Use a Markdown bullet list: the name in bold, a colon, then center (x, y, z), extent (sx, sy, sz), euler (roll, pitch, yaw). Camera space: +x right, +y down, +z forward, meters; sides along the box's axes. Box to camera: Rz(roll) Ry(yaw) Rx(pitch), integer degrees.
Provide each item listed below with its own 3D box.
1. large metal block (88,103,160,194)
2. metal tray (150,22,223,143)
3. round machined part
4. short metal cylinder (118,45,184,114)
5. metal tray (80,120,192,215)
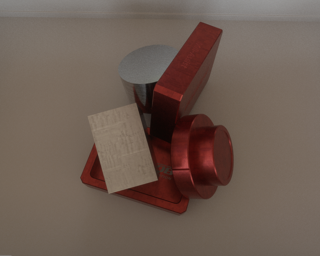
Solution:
- **large metal block**: center (-0.036, 0.022, 0.346), extent (0.050, 0.080, 0.080), euler (-16, 87, 0)
- **metal tray**: center (0.032, -0.056, 0.378), extent (0.030, 0.089, 0.130), euler (24, 56, 11)
- **round machined part**: center (0.054, 0.032, 0.355), extent (0.042, 0.098, 0.098), euler (-6, 67, 30)
- **short metal cylinder**: center (-0.008, -0.064, 0.402), extent (0.080, 0.050, 0.080), euler (-7, 47, 8)
- **metal tray**: center (-0.020, 0.046, 0.387), extent (0.131, 0.030, 0.090), euler (16, 71, 6)
